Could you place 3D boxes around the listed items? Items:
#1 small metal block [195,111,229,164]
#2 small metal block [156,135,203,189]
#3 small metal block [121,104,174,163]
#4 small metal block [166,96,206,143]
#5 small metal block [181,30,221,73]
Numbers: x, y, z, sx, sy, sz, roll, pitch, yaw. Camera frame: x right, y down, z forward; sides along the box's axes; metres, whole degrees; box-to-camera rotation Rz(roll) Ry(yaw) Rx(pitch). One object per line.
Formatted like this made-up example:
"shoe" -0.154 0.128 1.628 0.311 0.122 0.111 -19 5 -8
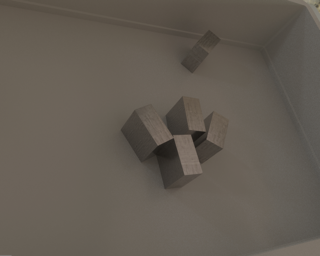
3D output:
"small metal block" 0.065 0.013 0.418 0.025 0.050 0.050 29 52 -10
"small metal block" 0.022 0.042 0.377 0.025 0.050 0.050 -1 62 -29
"small metal block" -0.017 0.007 0.378 0.025 0.050 0.050 -24 75 -37
"small metal block" 0.033 -0.007 0.413 0.025 0.050 0.050 7 59 -25
"small metal block" 0.066 -0.124 0.503 0.025 0.050 0.050 40 51 -2
